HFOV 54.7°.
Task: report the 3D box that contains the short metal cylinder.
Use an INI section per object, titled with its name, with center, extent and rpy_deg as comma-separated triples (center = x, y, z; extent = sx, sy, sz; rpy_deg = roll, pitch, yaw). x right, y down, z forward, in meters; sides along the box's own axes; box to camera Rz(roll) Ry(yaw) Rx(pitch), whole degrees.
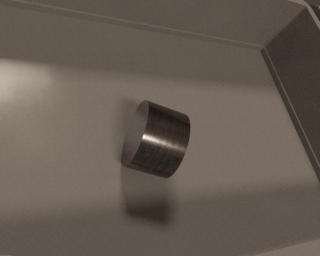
[short metal cylinder]
center = -0.006, 0.013, 0.360
extent = 0.050, 0.080, 0.080
rpy_deg = 19, 54, -18
